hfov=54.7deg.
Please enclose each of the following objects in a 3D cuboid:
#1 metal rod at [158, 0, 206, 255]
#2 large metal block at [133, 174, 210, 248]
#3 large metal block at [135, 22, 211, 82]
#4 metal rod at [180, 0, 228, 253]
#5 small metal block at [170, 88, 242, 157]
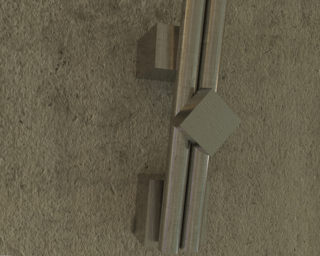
[{"bbox_3d":[0.024,-0.008,0.342,0.025,0.025,0.298,3,96,-20],"label":"metal rod"},{"bbox_3d":[0.014,0.104,0.402,0.081,0.050,0.080,5,88,-20],"label":"large metal block"},{"bbox_3d":[0.020,-0.089,0.389,0.081,0.080,0.050,3,89,-20],"label":"large metal block"},{"bbox_3d":[0.048,-0.007,0.351,0.025,0.025,0.298,3,96,-20],"label":"metal rod"},{"bbox_3d":[0.048,-0.007,0.324,0.050,0.025,0.050,44,82,-21],"label":"small metal block"}]
